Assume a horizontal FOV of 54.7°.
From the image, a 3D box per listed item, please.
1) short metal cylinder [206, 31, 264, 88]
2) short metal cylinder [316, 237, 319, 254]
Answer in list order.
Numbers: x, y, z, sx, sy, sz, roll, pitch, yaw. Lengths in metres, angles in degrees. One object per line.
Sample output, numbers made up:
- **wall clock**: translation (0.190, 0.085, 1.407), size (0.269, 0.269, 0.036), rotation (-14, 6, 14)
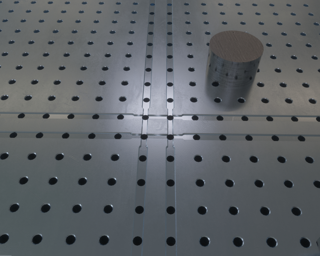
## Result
- **short metal cylinder**: translation (0.114, -0.108, 0.482), size (0.081, 0.050, 0.080), rotation (0, 50, 0)
- **short metal cylinder**: translation (0.189, 0.120, 0.272), size (0.081, 0.080, 0.050), rotation (-2, 50, -2)
